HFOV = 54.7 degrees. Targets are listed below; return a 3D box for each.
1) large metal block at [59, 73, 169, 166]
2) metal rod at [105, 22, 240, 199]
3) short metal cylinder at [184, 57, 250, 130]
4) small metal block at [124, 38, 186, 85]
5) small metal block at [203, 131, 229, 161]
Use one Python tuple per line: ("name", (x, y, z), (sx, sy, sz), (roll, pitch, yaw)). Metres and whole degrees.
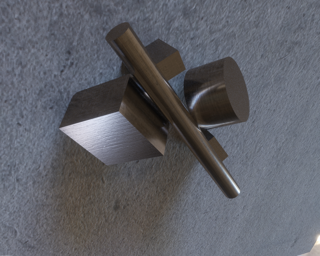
("large metal block", (-0.047, -0.005, 0.342), (0.080, 0.050, 0.080), (-13, 138, 30))
("metal rod", (0.035, 0.005, 0.367), (0.025, 0.025, 0.300), (-40, 130, -1))
("short metal cylinder", (0.071, -0.041, 0.380), (0.050, 0.080, 0.080), (-14, 139, 32))
("small metal block", (-0.008, -0.071, 0.346), (0.050, 0.050, 0.025), (-34, 129, -7))
("small metal block", (0.064, 0.021, 0.438), (0.025, 0.050, 0.050), (-42, 130, 0))
